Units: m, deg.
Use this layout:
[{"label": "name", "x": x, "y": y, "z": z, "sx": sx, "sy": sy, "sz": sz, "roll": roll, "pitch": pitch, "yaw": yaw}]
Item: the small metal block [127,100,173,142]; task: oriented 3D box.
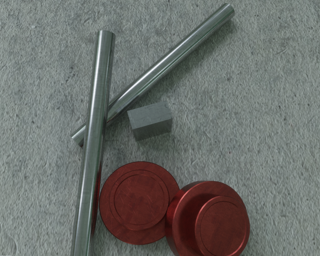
[{"label": "small metal block", "x": -0.012, "y": -0.008, "z": 0.398, "sx": 0.050, "sy": 0.050, "sz": 0.025, "roll": -16, "pitch": 71, "yaw": -6}]

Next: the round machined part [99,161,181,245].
[{"label": "round machined part", "x": -0.023, "y": 0.087, "z": 0.367, "sx": 0.099, "sy": 0.042, "sz": 0.098, "roll": 0, "pitch": 70, "yaw": 0}]

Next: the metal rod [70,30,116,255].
[{"label": "metal rod", "x": -0.081, "y": 0.024, "z": 0.377, "sx": 0.025, "sy": 0.025, "sz": 0.299, "roll": 4, "pitch": 78, "yaw": 1}]

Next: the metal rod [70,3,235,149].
[{"label": "metal rod", "x": -0.002, "y": -0.081, "z": 0.437, "sx": 0.301, "sy": 0.025, "sz": 0.025, "roll": -43, "pitch": 76, "yaw": -14}]

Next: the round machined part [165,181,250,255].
[{"label": "round machined part", "x": 0.059, "y": 0.108, "z": 0.341, "sx": 0.099, "sy": 0.042, "sz": 0.097, "roll": 4, "pitch": 80, "yaw": -23}]
